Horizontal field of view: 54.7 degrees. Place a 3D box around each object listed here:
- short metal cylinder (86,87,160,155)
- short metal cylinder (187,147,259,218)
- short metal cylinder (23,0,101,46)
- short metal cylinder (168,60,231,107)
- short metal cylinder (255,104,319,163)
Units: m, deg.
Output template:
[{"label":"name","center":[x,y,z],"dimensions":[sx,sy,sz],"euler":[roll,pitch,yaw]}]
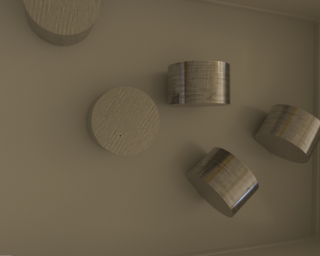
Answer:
[{"label":"short metal cylinder","center":[-0.047,-0.008,0.381],"dimensions":[0.081,0.050,0.079],"euler":[0,90,-21]},{"label":"short metal cylinder","center":[0.083,0.072,0.413],"dimensions":[0.050,0.080,0.080],"euler":[-42,104,-15]},{"label":"short metal cylinder","center":[-0.113,-0.140,0.356],"dimensions":[0.081,0.050,0.079],"euler":[0,90,-21]},{"label":"short metal cylinder","center":[0.050,-0.054,0.401],"dimensions":[0.081,0.080,0.050],"euler":[-1,91,-20]},{"label":"short metal cylinder","center":[0.188,0.009,0.453],"dimensions":[0.080,0.080,0.050],"euler":[37,78,-17]}]
